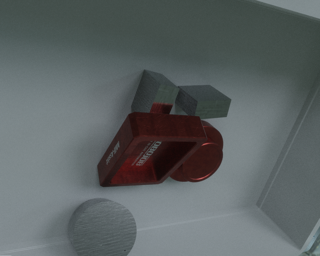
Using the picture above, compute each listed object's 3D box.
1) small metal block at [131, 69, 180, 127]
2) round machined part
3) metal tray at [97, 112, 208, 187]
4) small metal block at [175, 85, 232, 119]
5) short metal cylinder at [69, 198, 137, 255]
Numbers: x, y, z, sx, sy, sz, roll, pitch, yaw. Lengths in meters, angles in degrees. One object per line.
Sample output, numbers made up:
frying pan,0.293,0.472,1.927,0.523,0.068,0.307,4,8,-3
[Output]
small metal block,-0.007,-0.036,0.367,0.025,0.050,0.050,10,113,-30
round machined part,0.052,0.040,0.453,0.099,0.042,0.097,-14,125,-21
metal tray,-0.014,0.031,0.377,0.091,0.030,0.129,3,147,-28
small metal block,0.055,-0.035,0.403,0.050,0.050,0.025,-6,121,-26
short metal cylinder,-0.077,0.136,0.411,0.081,0.050,0.080,3,82,-23
